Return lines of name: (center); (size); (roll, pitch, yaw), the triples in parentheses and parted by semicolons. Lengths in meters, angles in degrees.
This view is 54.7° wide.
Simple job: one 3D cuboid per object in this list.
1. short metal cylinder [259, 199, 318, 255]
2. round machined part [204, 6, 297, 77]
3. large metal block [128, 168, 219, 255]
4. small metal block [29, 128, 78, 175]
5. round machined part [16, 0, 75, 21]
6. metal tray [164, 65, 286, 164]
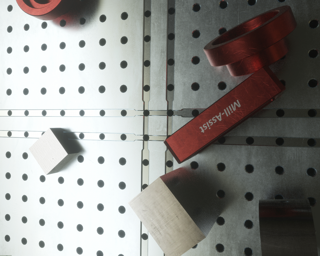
short metal cylinder: (0.137, 0.118, 0.335); (0.050, 0.080, 0.080); (-6, 88, 20)
round machined part: (0.102, -0.092, 0.344); (0.098, 0.098, 0.042); (-24, 108, 18)
large metal block: (0.020, 0.100, 0.376); (0.050, 0.080, 0.080); (-42, 77, 15)
small metal block: (-0.162, 0.035, 0.470); (0.050, 0.025, 0.050); (-42, 77, 15)
round machined part: (-0.164, -0.209, 0.461); (0.098, 0.042, 0.097); (0, 90, 20)
metal tray: (0.074, -0.013, 0.351); (0.130, 0.090, 0.030); (-37, 80, 16)
